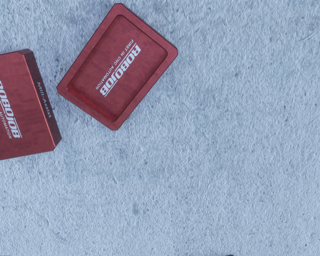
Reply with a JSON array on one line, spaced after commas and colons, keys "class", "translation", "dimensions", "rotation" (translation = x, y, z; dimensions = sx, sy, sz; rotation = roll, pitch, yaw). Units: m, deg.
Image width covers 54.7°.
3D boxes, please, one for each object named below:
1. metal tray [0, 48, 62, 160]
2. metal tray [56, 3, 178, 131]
[{"class": "metal tray", "translation": [-0.191, -0.027, 0.395], "dimensions": [0.090, 0.030, 0.129], "rotation": [-11, 110, 3]}, {"class": "metal tray", "translation": [-0.052, -0.072, 0.379], "dimensions": [0.090, 0.030, 0.130], "rotation": [37, 106, -13]}]
